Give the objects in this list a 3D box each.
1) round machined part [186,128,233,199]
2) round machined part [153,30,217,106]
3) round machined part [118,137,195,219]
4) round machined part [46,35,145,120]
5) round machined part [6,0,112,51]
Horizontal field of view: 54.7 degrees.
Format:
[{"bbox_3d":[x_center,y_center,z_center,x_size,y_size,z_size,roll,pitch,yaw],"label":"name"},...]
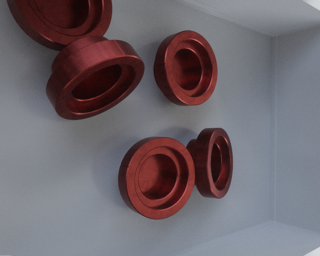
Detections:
[{"bbox_3d":[0.067,0.049,0.440,0.099,0.042,0.097,6,83,-58],"label":"round machined part"},{"bbox_3d":[0.030,-0.078,0.420,0.099,0.042,0.097,0,90,-40],"label":"round machined part"},{"bbox_3d":[-0.008,0.059,0.384,0.099,0.042,0.097,0,90,-33],"label":"round machined part"},{"bbox_3d":[-0.068,-0.054,0.313,0.099,0.097,0.042,-22,70,-38],"label":"round machined part"},{"bbox_3d":[-0.101,-0.124,0.309,0.099,0.042,0.097,2,87,-39],"label":"round machined part"}]
